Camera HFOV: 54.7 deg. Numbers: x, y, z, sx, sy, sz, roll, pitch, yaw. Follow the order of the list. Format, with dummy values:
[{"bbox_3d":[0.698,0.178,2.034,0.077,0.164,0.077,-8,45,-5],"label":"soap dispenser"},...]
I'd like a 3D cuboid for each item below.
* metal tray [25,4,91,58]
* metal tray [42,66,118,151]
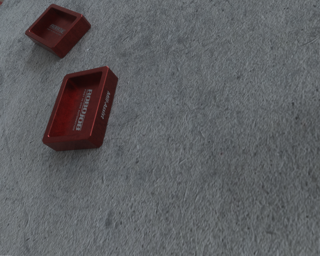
[{"bbox_3d":[-0.211,-0.202,0.635,0.130,0.030,0.090,32,79,38],"label":"metal tray"},{"bbox_3d":[-0.122,-0.031,0.483,0.090,0.030,0.130,-6,59,25],"label":"metal tray"}]
